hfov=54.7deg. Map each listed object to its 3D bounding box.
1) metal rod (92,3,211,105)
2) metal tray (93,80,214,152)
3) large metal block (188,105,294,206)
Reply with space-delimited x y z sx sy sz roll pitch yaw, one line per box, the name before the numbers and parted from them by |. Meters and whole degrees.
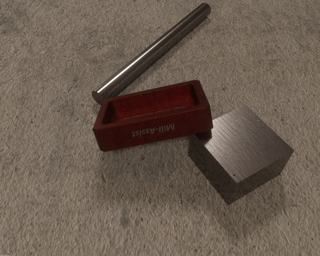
metal rod | 0.000 -0.135 0.516 0.025 0.025 0.301 29 55 21
metal tray | -0.008 -0.018 0.378 0.131 0.030 0.090 -11 27 4
large metal block | 0.091 0.029 0.364 0.081 0.050 0.080 -24 54 -20
